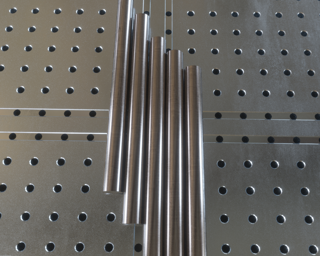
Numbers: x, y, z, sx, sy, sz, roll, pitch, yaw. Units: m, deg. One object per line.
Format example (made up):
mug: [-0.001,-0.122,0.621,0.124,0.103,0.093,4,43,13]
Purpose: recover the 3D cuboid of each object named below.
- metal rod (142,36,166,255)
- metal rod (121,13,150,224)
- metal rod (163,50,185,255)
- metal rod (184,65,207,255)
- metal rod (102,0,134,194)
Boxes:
metal rod: [-0.006,0.012,0.406,0.025,0.025,0.299,1,70,0]
metal rod: [-0.030,-0.026,0.420,0.025,0.025,0.299,1,70,0]
metal rod: [0.019,0.033,0.399,0.025,0.025,0.299,1,70,0]
metal rod: [0.044,0.057,0.390,0.025,0.025,0.299,1,70,0]
metal rod: [-0.056,-0.061,0.433,0.025,0.025,0.299,1,70,0]
